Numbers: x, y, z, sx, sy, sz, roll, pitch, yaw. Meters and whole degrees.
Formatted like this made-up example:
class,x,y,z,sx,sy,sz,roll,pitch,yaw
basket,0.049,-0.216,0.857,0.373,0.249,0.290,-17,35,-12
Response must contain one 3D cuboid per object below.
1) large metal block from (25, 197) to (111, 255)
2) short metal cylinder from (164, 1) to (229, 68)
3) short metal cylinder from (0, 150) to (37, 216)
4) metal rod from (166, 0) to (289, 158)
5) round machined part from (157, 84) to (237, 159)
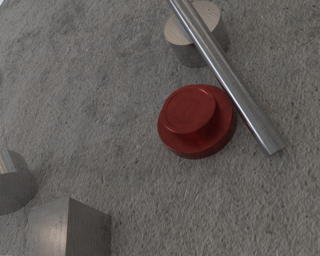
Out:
class,x,y,z,sx,sy,sz,roll,pitch,yaw
large metal block,-0.097,0.131,0.339,0.050,0.080,0.080,-19,55,17
short metal cylinder,0.053,-0.132,0.441,0.080,0.050,0.080,-13,56,21
short metal cylinder,-0.224,0.078,0.438,0.080,0.080,0.050,-44,51,-2
metal rod,0.059,-0.099,0.378,0.025,0.025,0.299,-31,69,9
round machined part,0.041,-0.014,0.380,0.098,0.042,0.098,-13,56,21
